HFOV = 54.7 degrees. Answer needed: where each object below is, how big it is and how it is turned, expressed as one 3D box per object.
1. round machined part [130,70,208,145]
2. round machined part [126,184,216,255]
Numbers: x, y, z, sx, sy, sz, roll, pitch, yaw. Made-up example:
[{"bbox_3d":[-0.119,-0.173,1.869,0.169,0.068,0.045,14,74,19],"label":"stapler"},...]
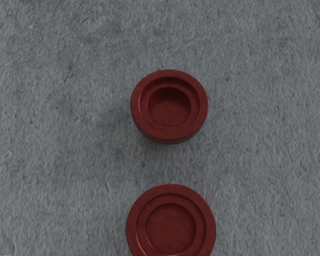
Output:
[{"bbox_3d":[0.012,-0.024,0.408,0.099,0.042,0.098,0,70,-1],"label":"round machined part"},{"bbox_3d":[0.012,0.117,0.357,0.099,0.042,0.098,0,70,-1],"label":"round machined part"}]
